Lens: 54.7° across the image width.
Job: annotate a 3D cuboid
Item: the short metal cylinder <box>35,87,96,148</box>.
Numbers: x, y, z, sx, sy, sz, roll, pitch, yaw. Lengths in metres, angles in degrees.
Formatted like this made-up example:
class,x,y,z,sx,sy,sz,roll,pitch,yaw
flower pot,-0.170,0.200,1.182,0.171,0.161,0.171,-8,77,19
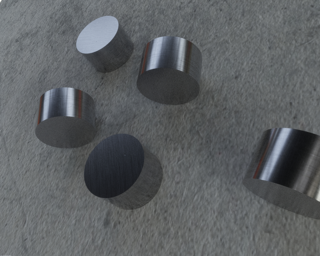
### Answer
class,x,y,z,sx,sy,sz,roll,pitch,yaw
short metal cylinder,-0.134,-0.013,0.444,0.080,0.080,0.050,-20,54,16

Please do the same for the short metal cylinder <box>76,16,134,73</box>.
class,x,y,z,sx,sy,sz,roll,pitch,yaw
short metal cylinder,-0.092,-0.140,0.520,0.080,0.050,0.080,-13,56,20

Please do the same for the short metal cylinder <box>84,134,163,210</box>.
class,x,y,z,sx,sy,sz,roll,pitch,yaw
short metal cylinder,-0.044,0.053,0.377,0.080,0.050,0.080,-13,56,20

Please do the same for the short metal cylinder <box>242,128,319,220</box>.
class,x,y,z,sx,sy,sz,roll,pitch,yaw
short metal cylinder,0.122,0.042,0.279,0.080,0.080,0.050,16,70,34

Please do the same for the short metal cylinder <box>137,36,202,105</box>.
class,x,y,z,sx,sy,sz,roll,pitch,yaw
short metal cylinder,0.013,-0.073,0.405,0.080,0.080,0.050,-6,59,25
